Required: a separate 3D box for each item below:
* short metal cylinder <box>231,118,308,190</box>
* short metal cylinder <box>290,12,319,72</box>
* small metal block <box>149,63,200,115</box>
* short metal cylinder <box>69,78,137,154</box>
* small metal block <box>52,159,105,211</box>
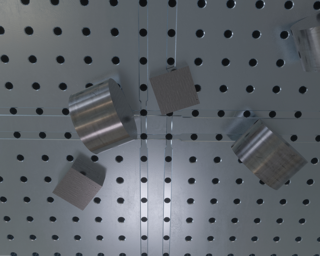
[{"bbox_3d":[0.139,0.033,0.397,0.080,0.080,0.050,38,106,-13],"label":"short metal cylinder"},{"bbox_3d":[0.195,-0.103,0.348,0.080,0.080,0.050,-23,109,8],"label":"short metal cylinder"},{"bbox_3d":[0.019,-0.050,0.395,0.050,0.025,0.050,-17,109,6],"label":"small metal block"},{"bbox_3d":[-0.067,-0.014,0.378,0.050,0.080,0.080,-21,109,8],"label":"short metal cylinder"},{"bbox_3d":[-0.115,0.081,0.442,0.050,0.025,0.050,35,106,-12],"label":"small metal block"}]
